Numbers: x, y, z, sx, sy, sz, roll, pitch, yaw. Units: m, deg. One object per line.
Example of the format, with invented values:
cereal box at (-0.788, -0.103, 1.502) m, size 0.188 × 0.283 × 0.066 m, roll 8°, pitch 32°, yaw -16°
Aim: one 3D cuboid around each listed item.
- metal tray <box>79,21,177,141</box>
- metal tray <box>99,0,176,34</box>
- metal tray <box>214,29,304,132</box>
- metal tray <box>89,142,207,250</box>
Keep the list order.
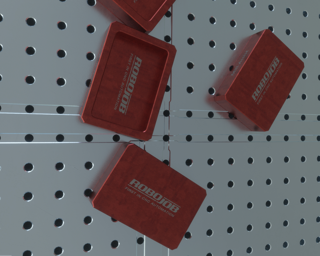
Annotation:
metal tray at (-0.040, -0.057, 0.395) m, size 0.091 × 0.030 × 0.129 m, roll 18°, pitch 84°, yaw -20°
metal tray at (-0.015, -0.198, 0.404) m, size 0.090 × 0.030 × 0.130 m, roll 39°, pitch 77°, yaw -16°
metal tray at (0.152, -0.070, 0.468) m, size 0.090 × 0.030 × 0.130 m, roll 36°, pitch 78°, yaw -17°
metal tray at (-0.013, 0.089, 0.406) m, size 0.130 × 0.030 × 0.090 m, roll 35°, pitch 79°, yaw -17°
